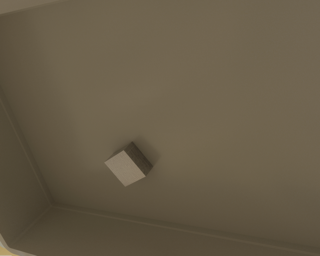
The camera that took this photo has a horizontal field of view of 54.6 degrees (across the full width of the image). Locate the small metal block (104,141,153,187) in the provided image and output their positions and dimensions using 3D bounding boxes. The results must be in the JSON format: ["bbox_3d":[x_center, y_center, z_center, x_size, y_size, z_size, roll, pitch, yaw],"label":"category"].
[{"bbox_3d":[-0.047,0.055,0.468,0.050,0.025,0.050,-32,101,38],"label":"small metal block"}]
